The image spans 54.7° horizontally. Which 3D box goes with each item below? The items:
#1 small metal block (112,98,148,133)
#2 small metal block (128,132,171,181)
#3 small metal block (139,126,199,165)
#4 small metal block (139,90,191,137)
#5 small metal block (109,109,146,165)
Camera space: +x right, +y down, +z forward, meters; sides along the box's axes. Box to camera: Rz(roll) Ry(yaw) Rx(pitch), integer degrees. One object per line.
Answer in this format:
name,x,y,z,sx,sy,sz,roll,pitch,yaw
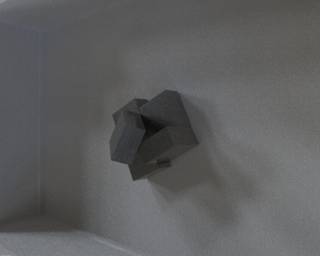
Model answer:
small metal block,-0.035,-0.007,0.432,0.050,0.025,0.050,-31,71,35
small metal block,-0.019,0.038,0.418,0.050,0.025,0.050,-31,71,35
small metal block,0.010,0.021,0.378,0.050,0.050,0.025,-34,69,34
small metal block,0.005,-0.014,0.399,0.050,0.025,0.050,-31,71,35
small metal block,-0.042,0.010,0.389,0.050,0.025,0.050,-115,46,-63
